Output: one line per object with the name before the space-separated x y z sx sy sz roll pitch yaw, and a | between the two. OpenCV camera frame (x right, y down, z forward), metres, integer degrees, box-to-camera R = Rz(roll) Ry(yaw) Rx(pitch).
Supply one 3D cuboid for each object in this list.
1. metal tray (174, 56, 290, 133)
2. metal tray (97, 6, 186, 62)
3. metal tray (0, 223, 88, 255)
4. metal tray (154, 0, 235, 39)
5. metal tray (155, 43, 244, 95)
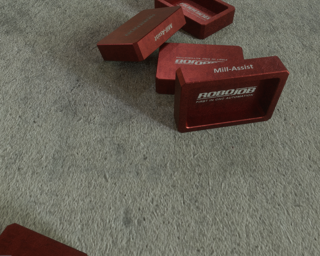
metal tray | 0.086 -0.041 0.395 0.131 0.090 0.030 -8 51 -7
metal tray | -0.029 -0.156 0.510 0.090 0.030 0.131 11 47 38
metal tray | -0.129 0.159 0.265 0.090 0.030 0.130 17 52 14
metal tray | 0.064 -0.224 0.588 0.091 0.030 0.130 -35 58 -26
metal tray | 0.062 -0.091 0.476 0.131 0.030 0.090 3 50 2
